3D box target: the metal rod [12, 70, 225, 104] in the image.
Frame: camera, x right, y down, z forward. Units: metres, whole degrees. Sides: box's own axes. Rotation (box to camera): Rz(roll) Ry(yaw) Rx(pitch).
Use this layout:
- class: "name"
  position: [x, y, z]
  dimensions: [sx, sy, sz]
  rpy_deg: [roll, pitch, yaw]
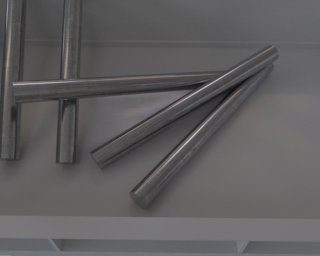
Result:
- class: "metal rod"
  position: [-0.026, -0.057, 0.406]
  dimensions: [0.303, 0.025, 0.025]
  rpy_deg: [-8, 49, -25]

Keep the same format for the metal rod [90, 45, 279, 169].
- class: "metal rod"
  position: [0.045, -0.036, 0.416]
  dimensions: [0.302, 0.025, 0.025]
  rpy_deg: [-32, 57, -17]

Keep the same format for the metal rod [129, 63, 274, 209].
- class: "metal rod"
  position: [0.072, -0.010, 0.413]
  dimensions: [0.025, 0.025, 0.301]
  rpy_deg: [32, 57, 24]

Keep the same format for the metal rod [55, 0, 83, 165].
- class: "metal rod"
  position: [-0.117, -0.102, 0.408]
  dimensions: [0.025, 0.025, 0.299]
  rpy_deg: [-2, 76, -1]

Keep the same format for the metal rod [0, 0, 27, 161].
- class: "metal rod"
  position: [-0.193, -0.106, 0.410]
  dimensions: [0.025, 0.025, 0.299]
  rpy_deg: [-3, 76, -3]
